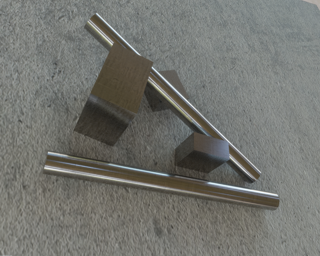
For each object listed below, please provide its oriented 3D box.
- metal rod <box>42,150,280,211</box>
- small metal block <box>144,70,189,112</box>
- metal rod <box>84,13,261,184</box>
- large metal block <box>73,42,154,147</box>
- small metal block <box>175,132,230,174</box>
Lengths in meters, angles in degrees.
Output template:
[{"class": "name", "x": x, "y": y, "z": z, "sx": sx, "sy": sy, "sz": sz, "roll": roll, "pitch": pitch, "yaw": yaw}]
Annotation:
[{"class": "metal rod", "x": 0.019, "y": 0.068, "z": 0.373, "sx": 0.302, "sy": 0.025, "sz": 0.025, "roll": 14, "pitch": 56, "yaw": -21}, {"class": "small metal block", "x": 0.006, "y": -0.054, "z": 0.441, "sx": 0.050, "sy": 0.025, "sz": 0.050, "roll": -12, "pitch": 68, "yaw": -33}, {"class": "metal rod", "x": 0.024, "y": -0.032, "z": 0.408, "sx": 0.300, "sy": 0.025, "sz": 0.025, "roll": 43, "pitch": 50, "yaw": -11}, {"class": "large metal block", "x": -0.055, "y": -0.037, "z": 0.363, "sx": 0.050, "sy": 0.080, "sz": 0.080, "roll": 24, "pitch": 53, "yaw": -14}, {"class": "small metal block", "x": 0.053, "y": 0.033, "z": 0.398, "sx": 0.050, "sy": 0.050, "sz": 0.025, "roll": 16, "pitch": 55, "yaw": -20}]
